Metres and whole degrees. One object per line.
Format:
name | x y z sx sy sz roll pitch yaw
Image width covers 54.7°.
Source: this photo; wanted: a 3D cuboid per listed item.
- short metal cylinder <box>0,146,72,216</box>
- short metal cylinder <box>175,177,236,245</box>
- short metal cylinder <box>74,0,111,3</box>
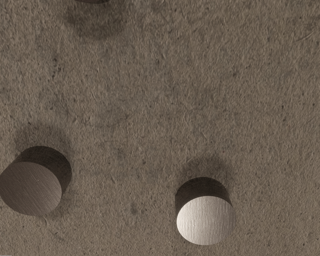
short metal cylinder | -0.167 0.071 0.420 0.081 0.050 0.079 0 110 -1
short metal cylinder | 0.063 0.117 0.441 0.081 0.050 0.079 0 110 -1
short metal cylinder | -0.076 -0.176 0.331 0.081 0.050 0.079 0 110 -1
